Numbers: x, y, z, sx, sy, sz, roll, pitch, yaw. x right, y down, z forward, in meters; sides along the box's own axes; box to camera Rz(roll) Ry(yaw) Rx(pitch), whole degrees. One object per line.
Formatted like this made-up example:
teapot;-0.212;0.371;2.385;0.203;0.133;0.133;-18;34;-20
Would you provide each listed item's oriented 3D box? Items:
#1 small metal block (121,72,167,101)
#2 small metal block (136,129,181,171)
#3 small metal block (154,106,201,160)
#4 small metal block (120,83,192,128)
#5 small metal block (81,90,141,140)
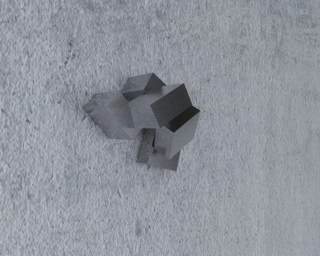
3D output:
small metal block;-0.013;-0.040;0.381;0.050;0.050;0.025;39;66;-33
small metal block;0.001;0.027;0.409;0.050;0.025;0.050;21;77;-38
small metal block;0.020;0.003;0.377;0.050;0.025;0.050;-38;151;-33
small metal block;-0.004;-0.023;0.323;0.050;0.050;0.025;-36;113;-34
small metal block;-0.053;-0.013;0.348;0.025;0.050;0.050;-53;121;-27
